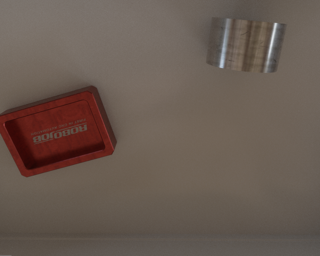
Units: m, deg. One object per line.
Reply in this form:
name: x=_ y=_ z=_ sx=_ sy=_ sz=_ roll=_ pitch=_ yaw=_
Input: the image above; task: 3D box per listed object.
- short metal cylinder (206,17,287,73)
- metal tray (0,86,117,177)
short metal cylinder: x=0.095 y=-0.095 z=0.348 sx=0.081 sy=0.080 sz=0.050 roll=5 pitch=110 yaw=-2
metal tray: x=-0.134 y=0.006 z=0.408 sx=0.131 sy=0.030 sz=0.089 roll=-15 pitch=110 yaw=5
